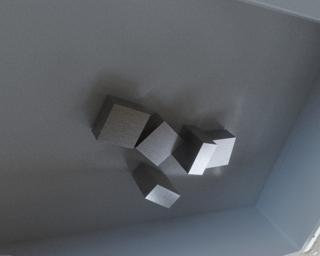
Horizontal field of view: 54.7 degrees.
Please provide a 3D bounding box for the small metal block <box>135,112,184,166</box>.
[{"bbox_3d":[-0.004,0.016,0.414,0.050,0.025,0.050,-43,130,1],"label":"small metal block"}]

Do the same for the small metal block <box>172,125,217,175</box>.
[{"bbox_3d":[0.047,0.031,0.437,0.025,0.050,0.050,10,114,-34],"label":"small metal block"}]

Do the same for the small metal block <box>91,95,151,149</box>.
[{"bbox_3d":[-0.048,-0.006,0.377,0.050,0.025,0.050,16,110,-35],"label":"small metal block"}]

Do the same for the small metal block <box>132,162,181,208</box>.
[{"bbox_3d":[-0.006,0.081,0.438,0.025,0.050,0.050,-49,130,7],"label":"small metal block"}]

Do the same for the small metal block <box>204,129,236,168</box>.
[{"bbox_3d":[0.082,0.032,0.473,0.050,0.025,0.050,-6,121,-26],"label":"small metal block"}]
